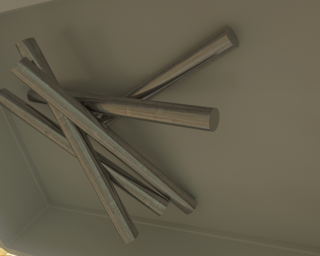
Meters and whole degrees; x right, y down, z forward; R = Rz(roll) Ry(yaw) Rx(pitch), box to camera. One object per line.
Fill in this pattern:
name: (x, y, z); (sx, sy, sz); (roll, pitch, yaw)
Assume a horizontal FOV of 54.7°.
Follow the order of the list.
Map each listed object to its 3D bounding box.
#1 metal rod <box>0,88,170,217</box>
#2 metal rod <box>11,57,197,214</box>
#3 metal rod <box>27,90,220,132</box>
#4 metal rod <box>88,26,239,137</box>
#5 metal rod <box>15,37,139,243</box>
metal rod: (-0.118, 0.032, 0.454); (0.301, 0.025, 0.025); (33, 129, 7)
metal rod: (-0.061, 0.021, 0.410); (0.300, 0.025, 0.025); (42, 130, -18)
metal rod: (-0.069, -0.029, 0.396); (0.300, 0.025, 0.025); (10, 123, 33)
metal rod: (-0.034, -0.037, 0.401); (0.299, 0.025, 0.025); (-27, 104, 37)
metal rod: (-0.106, 0.023, 0.416); (0.025, 0.025, 0.299); (-20, 101, 35)
